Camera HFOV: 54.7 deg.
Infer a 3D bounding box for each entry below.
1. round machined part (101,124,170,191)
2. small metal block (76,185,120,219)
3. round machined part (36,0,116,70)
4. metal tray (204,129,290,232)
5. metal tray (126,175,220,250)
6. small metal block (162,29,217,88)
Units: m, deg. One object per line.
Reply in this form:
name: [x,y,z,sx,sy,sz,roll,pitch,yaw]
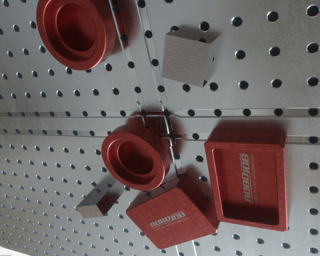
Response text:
round machined part: [-0.030,0.037,0.439,0.098,0.042,0.097,13,124,21]
small metal block: [-0.105,0.126,0.529,0.050,0.050,0.025,-16,110,34]
round machined part: [-0.096,-0.123,0.375,0.098,0.042,0.097,13,124,21]
metal tray: [0.112,0.066,0.389,0.090,0.030,0.129,1,119,27]
metal tray: [0.018,0.135,0.482,0.130,0.030,0.090,-35,99,38]
small metal block: [0.032,-0.078,0.346,0.050,0.025,0.050,18,126,18]
